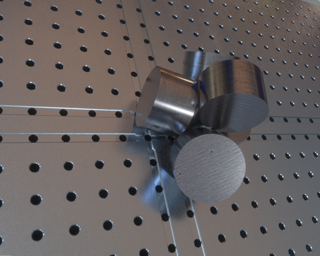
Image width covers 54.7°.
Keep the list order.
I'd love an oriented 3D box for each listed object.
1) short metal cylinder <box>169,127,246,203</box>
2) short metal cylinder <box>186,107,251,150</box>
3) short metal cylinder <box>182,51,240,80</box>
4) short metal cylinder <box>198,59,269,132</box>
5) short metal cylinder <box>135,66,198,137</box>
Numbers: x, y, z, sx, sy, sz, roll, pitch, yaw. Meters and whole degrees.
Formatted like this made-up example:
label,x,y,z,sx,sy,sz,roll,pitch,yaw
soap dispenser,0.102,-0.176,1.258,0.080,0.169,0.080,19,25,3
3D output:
label,x,y,z,sx,sy,sz,roll,pitch,yaw
short metal cylinder,0.054,0.042,0.368,0.081,0.050,0.079,-1,98,-5
short metal cylinder,0.079,-0.004,0.435,0.081,0.050,0.080,13,55,-20
short metal cylinder,0.072,-0.081,0.452,0.081,0.080,0.050,2,101,-27
short metal cylinder,0.087,-0.037,0.376,0.081,0.080,0.050,16,55,-19
short metal cylinder,0.007,-0.033,0.396,0.050,0.080,0.080,17,55,-18
